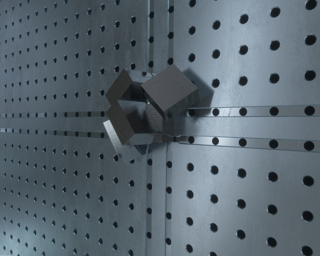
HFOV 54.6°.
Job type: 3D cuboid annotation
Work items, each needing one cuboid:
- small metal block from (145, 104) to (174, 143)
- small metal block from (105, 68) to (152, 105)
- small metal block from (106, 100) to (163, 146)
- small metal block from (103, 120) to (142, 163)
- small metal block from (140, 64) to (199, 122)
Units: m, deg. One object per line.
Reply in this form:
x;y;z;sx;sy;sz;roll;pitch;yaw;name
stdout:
-0.009;-0.007;0.417;0.050;0.025;0.050;1;90;39;small metal block
-0.038;-0.052;0.426;0.050;0.050;0.025;-48;61;29;small metal block
-0.032;-0.006;0.388;0.025;0.050;0.050;-43;65;31;small metal block
-0.052;0.016;0.433;0.025;0.050;0.050;-26;69;-2;small metal block
0.013;-0.044;0.382;0.050;0.025;0.050;-35;61;-9;small metal block
